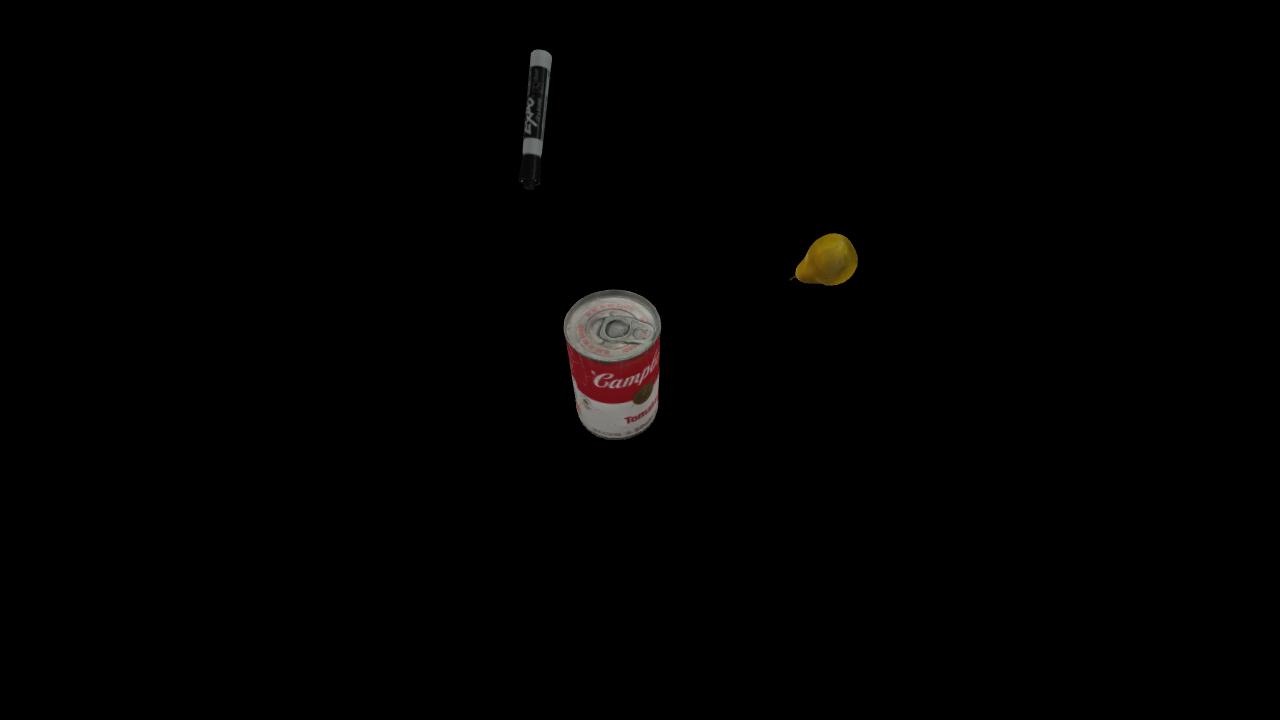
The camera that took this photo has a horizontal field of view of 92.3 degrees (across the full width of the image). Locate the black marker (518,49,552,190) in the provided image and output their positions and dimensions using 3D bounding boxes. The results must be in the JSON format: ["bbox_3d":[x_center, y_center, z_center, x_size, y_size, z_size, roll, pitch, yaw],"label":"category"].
[{"bbox_3d":[-0.092,-0.208,0.537,0.020,0.121,0.020,5,-4,0],"label":"black marker"}]

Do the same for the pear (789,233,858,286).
[{"bbox_3d":[0.270,-0.143,0.935,0.111,0.080,0.080,-28,-16,34],"label":"pear"}]

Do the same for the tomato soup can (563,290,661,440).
[{"bbox_3d":[-0.019,0.007,0.459,0.068,0.068,0.101,0,-39,0],"label":"tomato soup can"}]
